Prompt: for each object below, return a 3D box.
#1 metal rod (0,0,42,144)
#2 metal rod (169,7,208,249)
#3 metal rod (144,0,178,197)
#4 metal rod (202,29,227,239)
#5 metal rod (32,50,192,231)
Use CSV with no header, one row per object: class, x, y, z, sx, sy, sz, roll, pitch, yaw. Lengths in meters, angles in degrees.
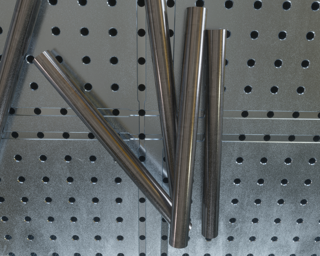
metal rod,-0.206,-0.029,0.399,0.025,0.025,0.298,23,108,-9
metal rod,0.034,0.007,0.388,0.025,0.025,0.298,3,99,-2
metal rod,0.012,-0.014,0.408,0.025,0.025,0.298,-7,110,2
metal rod,0.072,0.021,0.422,0.025,0.025,0.298,-2,110,0
metal rod,-0.055,0.028,0.408,0.025,0.025,0.300,-36,102,12
